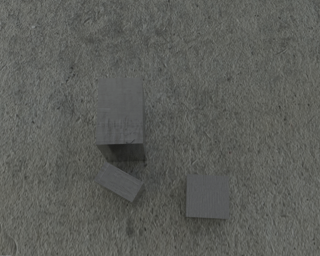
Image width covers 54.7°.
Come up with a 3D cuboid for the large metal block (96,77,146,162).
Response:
[{"bbox_3d":[-0.044,-0.007,0.381,0.050,0.080,0.080,-2,70,-1],"label":"large metal block"}]

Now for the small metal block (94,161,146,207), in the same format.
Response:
[{"bbox_3d":[-0.046,0.068,0.370,0.050,0.050,0.025,28,73,9],"label":"small metal block"}]

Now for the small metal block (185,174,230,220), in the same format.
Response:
[{"bbox_3d":[0.057,0.085,0.378,0.050,0.025,0.050,3,70,1],"label":"small metal block"}]
